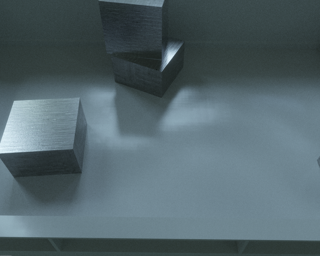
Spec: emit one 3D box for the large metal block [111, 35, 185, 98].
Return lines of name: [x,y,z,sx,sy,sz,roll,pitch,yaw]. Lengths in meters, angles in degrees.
large metal block: [-0.016,-0.101,0.474,0.080,0.050,0.080,21,53,16]

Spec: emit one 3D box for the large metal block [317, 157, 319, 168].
large metal block: [0.237,0.056,0.344,0.080,0.050,0.080,1,50,0]

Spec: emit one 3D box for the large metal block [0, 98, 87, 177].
large metal block: [-0.138,0.011,0.379,0.081,0.050,0.080,-3,50,-3]

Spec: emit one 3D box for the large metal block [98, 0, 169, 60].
large metal block: [-0.032,-0.146,0.427,0.080,0.080,0.050,8,51,7]
